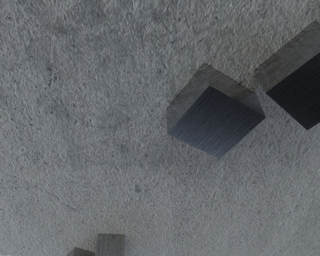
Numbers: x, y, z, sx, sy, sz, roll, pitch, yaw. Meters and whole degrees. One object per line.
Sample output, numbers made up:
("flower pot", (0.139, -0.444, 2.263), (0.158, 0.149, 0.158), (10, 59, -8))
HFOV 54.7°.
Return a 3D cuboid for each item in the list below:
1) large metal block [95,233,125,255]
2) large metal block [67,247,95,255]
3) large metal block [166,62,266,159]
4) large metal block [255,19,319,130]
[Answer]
("large metal block", (-0.096, 0.260, 0.591), (0.050, 0.080, 0.079), (3, 130, -3))
("large metal block", (-0.152, 0.299, 0.624), (0.080, 0.080, 0.050), (27, 125, -21))
("large metal block", (0.064, -0.019, 0.375), (0.080, 0.050, 0.080), (26, 126, -21))
("large metal block", (0.168, -0.056, 0.345), (0.080, 0.050, 0.080), (34, 122, -26))
